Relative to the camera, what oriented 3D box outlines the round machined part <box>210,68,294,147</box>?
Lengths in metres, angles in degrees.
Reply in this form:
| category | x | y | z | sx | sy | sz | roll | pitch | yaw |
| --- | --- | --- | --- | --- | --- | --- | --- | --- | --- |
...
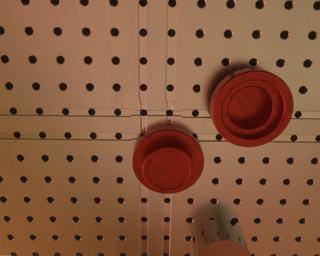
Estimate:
| category | x | y | z | sx | sy | sz | roll | pitch | yaw |
| --- | --- | --- | --- | --- | --- | --- | --- | --- | --- |
| round machined part | 0.113 | -0.028 | 0.395 | 0.099 | 0.042 | 0.097 | 0 | 110 | 0 |

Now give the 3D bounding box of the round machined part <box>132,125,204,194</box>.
| category | x | y | z | sx | sy | sz | roll | pitch | yaw |
| --- | --- | --- | --- | --- | --- | --- | --- | --- | --- |
| round machined part | 0.011 | 0.049 | 0.422 | 0.099 | 0.042 | 0.097 | 0 | 110 | 0 |

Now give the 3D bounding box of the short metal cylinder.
| category | x | y | z | sx | sy | sz | roll | pitch | yaw |
| --- | --- | --- | --- | --- | --- | --- | --- | --- | --- |
| short metal cylinder | 0.091 | 0.185 | 0.469 | 0.081 | 0.050 | 0.079 | 0 | 110 | 0 |
